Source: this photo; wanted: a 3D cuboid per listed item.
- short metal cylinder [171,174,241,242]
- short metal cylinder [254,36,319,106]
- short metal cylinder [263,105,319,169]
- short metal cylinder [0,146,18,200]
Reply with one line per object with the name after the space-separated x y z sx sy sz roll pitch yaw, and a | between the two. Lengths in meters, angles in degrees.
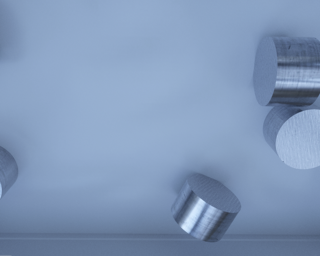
0.062 0.107 0.422 0.080 0.080 0.050 23 108 -9 | short metal cylinder
0.146 -0.065 0.360 0.050 0.080 0.079 0 110 -1 | short metal cylinder
0.182 0.007 0.403 0.081 0.050 0.079 0 110 -1 | short metal cylinder
-0.243 0.066 0.419 0.081 0.050 0.079 0 110 -1 | short metal cylinder
